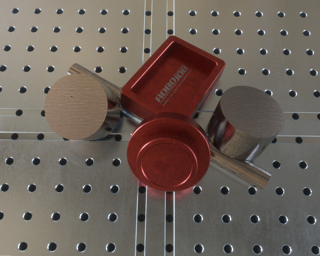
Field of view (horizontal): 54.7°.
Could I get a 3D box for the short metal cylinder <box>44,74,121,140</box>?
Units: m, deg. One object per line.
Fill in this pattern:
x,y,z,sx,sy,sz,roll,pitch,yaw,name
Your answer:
-0.096,-0.024,0.394,0.080,0.050,0.080,-1,87,10,short metal cylinder

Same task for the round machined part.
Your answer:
0.009,0.034,0.361,0.099,0.042,0.097,2,113,5,round machined part

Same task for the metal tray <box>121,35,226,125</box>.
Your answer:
0.019,-0.060,0.416,0.090,0.030,0.130,30,59,10,metal tray

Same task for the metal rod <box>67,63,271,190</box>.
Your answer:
0.005,-0.007,0.414,0.301,0.025,0.025,30,73,10,metal rod

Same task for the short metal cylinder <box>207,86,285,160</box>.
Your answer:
0.106,-0.007,0.389,0.081,0.050,0.080,7,53,-8,short metal cylinder
